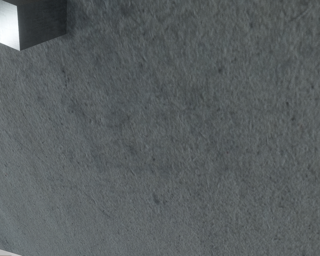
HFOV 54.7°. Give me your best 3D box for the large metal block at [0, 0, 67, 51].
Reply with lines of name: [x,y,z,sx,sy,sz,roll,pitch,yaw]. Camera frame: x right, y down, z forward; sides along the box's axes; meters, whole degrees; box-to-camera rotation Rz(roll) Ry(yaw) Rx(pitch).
large metal block: [-0.171,-0.141,0.372,0.080,0.080,0.050,24,127,13]
